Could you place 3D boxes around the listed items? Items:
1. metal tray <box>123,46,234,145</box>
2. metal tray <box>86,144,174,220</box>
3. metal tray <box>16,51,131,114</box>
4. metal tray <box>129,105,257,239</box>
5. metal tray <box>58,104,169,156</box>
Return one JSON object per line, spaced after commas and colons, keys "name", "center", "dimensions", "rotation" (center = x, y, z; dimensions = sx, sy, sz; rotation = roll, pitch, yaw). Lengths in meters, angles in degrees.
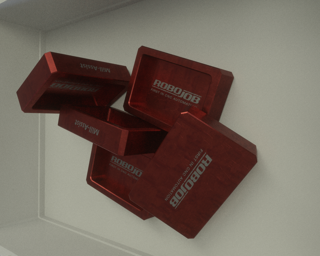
{"name": "metal tray", "center": [0.017, -0.043, 0.386], "dimensions": [0.130, 0.030, 0.089], "rotation": [27, 106, 36]}
{"name": "metal tray", "center": [-0.047, 0.059, 0.436], "dimensions": [0.130, 0.030, 0.089], "rotation": [21, 103, 37]}
{"name": "metal tray", "center": [-0.113, -0.055, 0.425], "dimensions": [0.090, 0.131, 0.030], "rotation": [-37, 68, 34]}
{"name": "metal tray", "center": [0.034, 0.051, 0.346], "dimensions": [0.090, 0.030, 0.129], "rotation": [33, 114, 4]}
{"name": "metal tray", "center": [-0.060, -0.001, 0.408], "dimensions": [0.130, 0.091, 0.030], "rotation": [20, 103, 38]}
